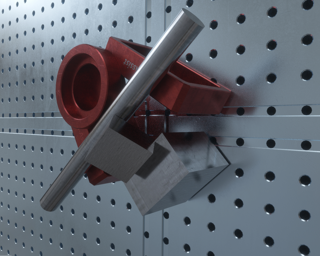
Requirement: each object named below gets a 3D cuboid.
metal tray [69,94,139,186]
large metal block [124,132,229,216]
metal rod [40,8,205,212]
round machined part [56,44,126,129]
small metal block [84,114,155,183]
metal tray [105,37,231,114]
[{"bbox_3d":[-0.070,0.007,0.422,0.030,0.091,0.130,-36,68,34],"label":"metal tray"},{"bbox_3d":[0.017,0.049,0.353,0.080,0.081,0.050,-49,62,29],"label":"large metal block"},{"bbox_3d":[-0.059,0.002,0.338,0.299,0.025,0.025,-48,62,29],"label":"metal rod"},{"bbox_3d":[-0.079,-0.048,0.371,0.098,0.042,0.097,0,90,39],"label":"round machined part"},{"bbox_3d":[-0.041,0.022,0.318,0.050,0.050,0.025,-50,16,28],"label":"small metal block"},{"bbox_3d":[0.006,-0.061,0.359,0.130,0.091,0.030,38,114,33],"label":"metal tray"}]
